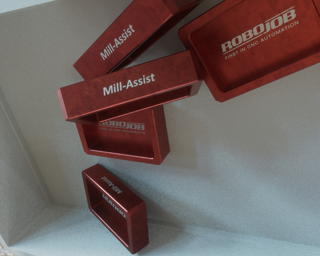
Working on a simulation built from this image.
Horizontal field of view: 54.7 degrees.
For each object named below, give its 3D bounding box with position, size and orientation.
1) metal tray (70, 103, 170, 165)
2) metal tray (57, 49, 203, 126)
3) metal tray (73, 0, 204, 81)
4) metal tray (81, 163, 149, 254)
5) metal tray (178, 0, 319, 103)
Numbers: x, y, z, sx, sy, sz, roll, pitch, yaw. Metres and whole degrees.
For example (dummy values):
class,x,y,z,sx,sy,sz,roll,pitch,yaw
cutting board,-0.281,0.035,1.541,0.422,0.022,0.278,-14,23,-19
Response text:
class,x,y,z,sx,sy,sz,roll,pitch,yaw
metal tray,-0.056,-0.001,0.434,0.130,0.030,0.089,5,121,25
metal tray,-0.025,-0.037,0.320,0.131,0.090,0.030,-16,87,2
metal tray,-0.021,-0.098,0.316,0.130,0.090,0.030,-31,101,38
metal tray,-0.072,0.124,0.487,0.130,0.030,0.089,29,132,41
metal tray,0.094,-0.089,0.300,0.130,0.030,0.090,-23,107,36
